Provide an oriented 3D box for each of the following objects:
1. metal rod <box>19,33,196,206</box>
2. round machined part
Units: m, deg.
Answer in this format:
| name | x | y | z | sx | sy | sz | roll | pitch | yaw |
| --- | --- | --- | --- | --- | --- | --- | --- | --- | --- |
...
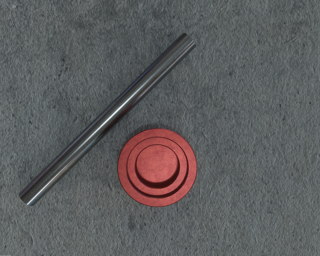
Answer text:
| name | x | y | z | sx | sy | sz | roll | pitch | yaw |
| --- | --- | --- | --- | --- | --- | --- | --- | --- | --- |
| metal rod | -0.068 | -0.012 | 0.409 | 0.300 | 0.025 | 0.025 | -44 | 91 | -1 |
| round machined part | -0.003 | 0.049 | 0.402 | 0.099 | 0.042 | 0.097 | 0 | 90 | -1 |
